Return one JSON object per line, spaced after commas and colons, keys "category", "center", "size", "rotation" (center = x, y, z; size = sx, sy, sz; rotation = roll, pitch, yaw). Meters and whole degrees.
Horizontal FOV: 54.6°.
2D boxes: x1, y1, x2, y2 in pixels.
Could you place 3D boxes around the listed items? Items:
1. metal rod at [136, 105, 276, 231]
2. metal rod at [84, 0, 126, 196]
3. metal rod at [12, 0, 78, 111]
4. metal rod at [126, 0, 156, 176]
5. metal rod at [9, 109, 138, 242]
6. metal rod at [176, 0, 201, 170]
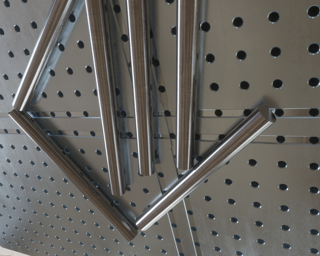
{"category": "metal rod", "center": [0.044, 0.073, 0.433], "size": [0.025, 0.025, 0.298], "rotation": [40, 129, 1]}
{"category": "metal rod", "center": [-0.072, -0.024, 0.434], "size": [0.025, 0.025, 0.298], "rotation": [12, 124, 21]}
{"category": "metal rod", "center": [-0.148, -0.121, 0.415], "size": [0.025, 0.025, 0.299], "rotation": [43, 129, -2]}
{"category": "metal rod", "center": [-0.023, -0.064, 0.383], "size": [0.025, 0.025, 0.298], "rotation": [12, 124, 22]}
{"category": "metal rod", "center": [-0.147, 0.083, 0.540], "size": [0.300, 0.025, 0.025], "rotation": [49, 129, -7]}
{"category": "metal rod", "center": [0.031, -0.078, 0.347], "size": [0.025, 0.025, 0.298], "rotation": [12, 124, 21]}
